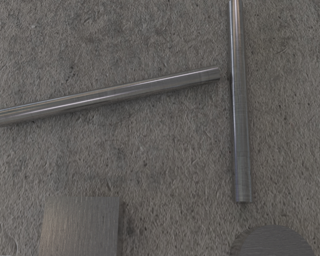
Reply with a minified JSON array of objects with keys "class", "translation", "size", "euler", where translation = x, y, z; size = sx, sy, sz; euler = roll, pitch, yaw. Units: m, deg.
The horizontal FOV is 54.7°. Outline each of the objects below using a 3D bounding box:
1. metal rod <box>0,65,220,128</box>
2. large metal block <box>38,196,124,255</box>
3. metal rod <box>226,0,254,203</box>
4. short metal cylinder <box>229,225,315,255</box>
[{"class":"metal rod","translation":[-0.067,-0.045,0.423],"size":[0.302,0.025,0.025],"euler":[-12,71,-5]},{"class":"large metal block","translation":[-0.085,0.121,0.350],"size":[0.081,0.050,0.080],"euler":[0,70,0]},{"class":"metal rod","translation":[0.108,-0.050,0.426],"size":[0.025,0.025,0.299],"euler":[3,70,1]},{"class":"short metal cylinder","translation":[0.122,0.149,0.341],"size":[0.081,0.050,0.080],"euler":[0,70,0]}]
